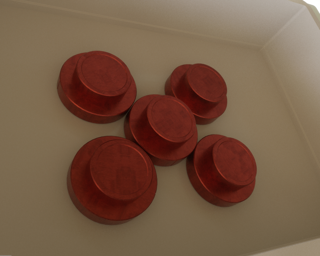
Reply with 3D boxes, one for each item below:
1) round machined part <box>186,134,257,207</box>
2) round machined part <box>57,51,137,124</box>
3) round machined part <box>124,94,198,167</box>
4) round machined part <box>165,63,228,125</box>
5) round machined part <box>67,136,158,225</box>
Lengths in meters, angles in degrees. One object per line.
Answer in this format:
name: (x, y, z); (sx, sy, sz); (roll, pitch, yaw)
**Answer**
round machined part: (0.088, 0.051, 0.411); (0.099, 0.042, 0.098); (14, 56, -21)
round machined part: (-0.075, -0.058, 0.389); (0.099, 0.042, 0.098); (14, 56, -21)
round machined part: (0.007, -0.003, 0.399); (0.099, 0.042, 0.098); (14, 56, -21)
round machined part: (0.060, -0.057, 0.462); (0.099, 0.042, 0.098); (14, 56, -21)
round machined part: (-0.047, 0.051, 0.337); (0.099, 0.042, 0.098); (14, 56, -21)
